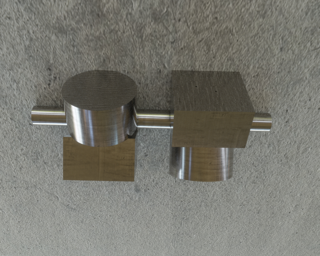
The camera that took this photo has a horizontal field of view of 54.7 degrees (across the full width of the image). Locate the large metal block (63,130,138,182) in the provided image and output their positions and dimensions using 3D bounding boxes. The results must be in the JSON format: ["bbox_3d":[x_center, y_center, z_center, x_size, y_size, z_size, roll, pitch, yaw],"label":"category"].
[{"bbox_3d":[-0.070,0.031,0.391,0.081,0.080,0.050,2,96,-2],"label":"large metal block"}]

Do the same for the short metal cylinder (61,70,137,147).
[{"bbox_3d":[-0.066,-0.024,0.351,0.081,0.080,0.050,3,130,-3],"label":"short metal cylinder"}]

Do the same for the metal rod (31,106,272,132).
[{"bbox_3d":[-0.009,-0.012,0.401,0.302,0.025,0.025,2,130,-2],"label":"metal rod"}]

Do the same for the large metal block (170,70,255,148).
[{"bbox_3d":[0.054,-0.023,0.353,0.081,0.080,0.050,1,130,-1],"label":"large metal block"}]

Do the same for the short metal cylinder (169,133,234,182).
[{"bbox_3d":[0.052,0.033,0.393,0.081,0.080,0.050,1,95,-1],"label":"short metal cylinder"}]
